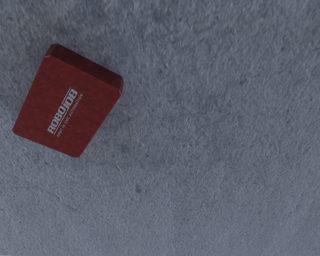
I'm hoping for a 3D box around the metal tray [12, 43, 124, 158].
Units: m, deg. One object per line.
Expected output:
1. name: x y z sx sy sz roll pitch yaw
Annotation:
1. metal tray: -0.114 -0.027 0.380 0.090 0.030 0.129 26 126 -21
